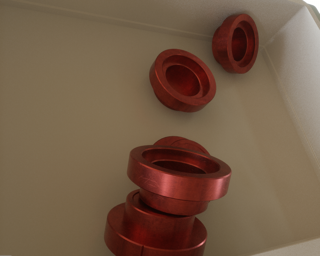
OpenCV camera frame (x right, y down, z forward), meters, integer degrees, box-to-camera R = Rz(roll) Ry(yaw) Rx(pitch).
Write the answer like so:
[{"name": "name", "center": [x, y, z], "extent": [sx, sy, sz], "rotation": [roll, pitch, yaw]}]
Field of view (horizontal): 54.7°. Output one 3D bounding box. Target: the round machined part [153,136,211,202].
[{"name": "round machined part", "center": [0.029, 0.053, 0.380], "extent": [0.099, 0.042, 0.098], "rotation": [14, 56, -21]}]

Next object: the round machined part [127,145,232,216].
[{"name": "round machined part", "center": [0.017, 0.051, 0.302], "extent": [0.099, 0.098, 0.042], "rotation": [4, 102, -26]}]

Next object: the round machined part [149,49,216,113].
[{"name": "round machined part", "center": [0.029, -0.064, 0.451], "extent": [0.099, 0.042, 0.098], "rotation": [14, 56, -21]}]

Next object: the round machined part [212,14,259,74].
[{"name": "round machined part", "center": [0.126, -0.143, 0.532], "extent": [0.099, 0.042, 0.097], "rotation": [-12, 106, -43]}]

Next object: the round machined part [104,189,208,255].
[{"name": "round machined part", "center": [-0.002, 0.091, 0.302], "extent": [0.099, 0.098, 0.042], "rotation": [6, 100, -25]}]
